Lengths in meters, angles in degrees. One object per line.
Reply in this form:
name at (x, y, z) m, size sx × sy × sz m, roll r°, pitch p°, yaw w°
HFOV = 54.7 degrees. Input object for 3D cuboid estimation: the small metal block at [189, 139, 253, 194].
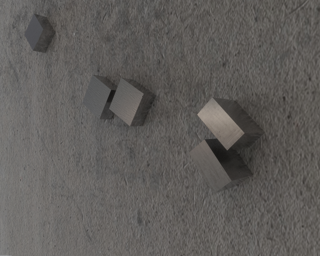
small metal block at (0.066, 0.039, 0.334) m, size 0.025 × 0.050 × 0.050 m, roll -45°, pitch 63°, yaw 31°

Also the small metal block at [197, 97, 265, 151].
small metal block at (0.075, -0.005, 0.326) m, size 0.025 × 0.050 × 0.050 m, roll -51°, pitch 60°, yaw 28°

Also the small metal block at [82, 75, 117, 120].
small metal block at (-0.089, -0.047, 0.479) m, size 0.050 × 0.025 × 0.050 m, roll 39°, pitch 114°, yaw 33°

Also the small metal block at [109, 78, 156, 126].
small metal block at (-0.040, -0.036, 0.438) m, size 0.050 × 0.025 × 0.050 m, roll 38°, pitch 113°, yaw 33°

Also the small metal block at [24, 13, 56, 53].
small metal block at (-0.232, -0.182, 0.597) m, size 0.050 × 0.025 × 0.050 m, roll -50°, pitch 61°, yaw 28°
